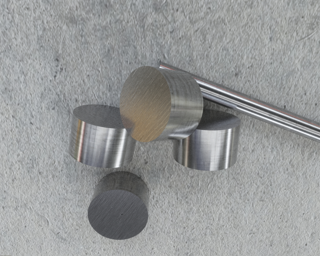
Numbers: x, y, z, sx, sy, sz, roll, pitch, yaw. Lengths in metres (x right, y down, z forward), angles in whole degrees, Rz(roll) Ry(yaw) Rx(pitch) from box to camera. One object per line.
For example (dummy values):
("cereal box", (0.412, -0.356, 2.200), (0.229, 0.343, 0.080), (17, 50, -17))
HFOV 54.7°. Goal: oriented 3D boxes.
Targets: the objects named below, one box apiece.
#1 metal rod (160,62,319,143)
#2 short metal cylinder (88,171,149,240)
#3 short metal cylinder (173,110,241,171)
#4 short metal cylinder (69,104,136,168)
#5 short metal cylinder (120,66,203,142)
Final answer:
("metal rod", (0.138, -0.020, 0.403), (0.302, 0.025, 0.025), (20, 109, -8))
("short metal cylinder", (-0.056, 0.108, 0.436), (0.081, 0.050, 0.079), (0, 110, 0))
("short metal cylinder", (0.057, 0.012, 0.385), (0.081, 0.080, 0.050), (1, 110, 0))
("short metal cylinder", (-0.069, 0.008, 0.383), (0.081, 0.080, 0.050), (11, 110, -4))
("short metal cylinder", (0.000, -0.025, 0.342), (0.050, 0.080, 0.079), (-2, 118, -45))
